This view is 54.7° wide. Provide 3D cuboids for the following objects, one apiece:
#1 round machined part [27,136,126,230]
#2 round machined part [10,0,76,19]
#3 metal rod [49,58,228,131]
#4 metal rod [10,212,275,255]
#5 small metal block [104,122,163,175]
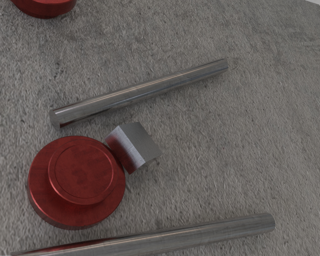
[{"bbox_3d":[-0.082,0.051,0.318,0.099,0.042,0.098,14,56,-21],"label":"round machined part"},{"bbox_3d":[-0.163,-0.188,0.420,0.099,0.042,0.098,14,56,-21],"label":"round machined part"},{"bbox_3d":[-0.006,-0.057,0.435,0.302,0.025,0.025,-23,75,-36],"label":"metal rod"},{"bbox_3d":[0.007,0.121,0.333,0.303,0.025,0.025,1,62,-28],"label":"metal rod"},{"bbox_3d":[-0.029,0.022,0.361,0.050,0.025,0.050,53,21,9],"label":"small metal block"}]
